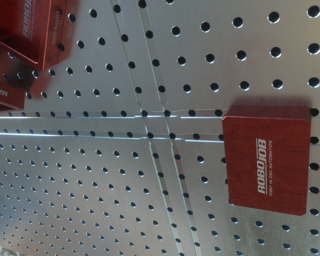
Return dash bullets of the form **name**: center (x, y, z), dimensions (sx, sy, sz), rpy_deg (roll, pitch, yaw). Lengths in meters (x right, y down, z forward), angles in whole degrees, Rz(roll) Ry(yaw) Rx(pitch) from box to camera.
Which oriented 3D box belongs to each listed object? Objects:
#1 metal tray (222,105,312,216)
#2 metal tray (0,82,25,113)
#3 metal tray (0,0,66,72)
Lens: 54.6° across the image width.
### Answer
- **metal tray**: center (0.126, 0.039, 0.366), dimensions (0.090, 0.030, 0.129), rpy_deg (3, 120, 26)
- **metal tray**: center (-0.279, -0.051, 0.455), dimensions (0.090, 0.130, 0.030), rpy_deg (-5, 78, 16)
- **metal tray**: center (-0.173, -0.151, 0.406), dimensions (0.090, 0.030, 0.129), rpy_deg (31, 128, 8)
